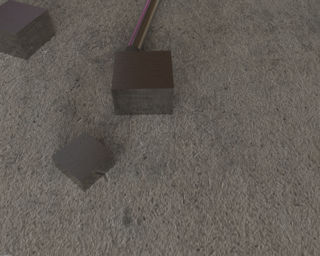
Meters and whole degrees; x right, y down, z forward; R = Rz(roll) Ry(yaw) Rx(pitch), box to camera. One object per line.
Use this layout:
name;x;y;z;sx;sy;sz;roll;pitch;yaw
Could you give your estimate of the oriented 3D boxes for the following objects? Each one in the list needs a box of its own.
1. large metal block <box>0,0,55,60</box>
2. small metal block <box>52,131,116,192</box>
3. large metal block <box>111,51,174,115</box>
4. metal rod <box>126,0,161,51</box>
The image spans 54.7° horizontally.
large metal block;-0.242;-0.168;0.526;0.080;0.050;0.080;18;52;14
small metal block;-0.090;0.039;0.370;0.050;0.025;0.050;33;57;24
large metal block;-0.023;-0.065;0.441;0.081;0.050;0.080;-1;50;-1
metal rod;-0.015;-0.238;0.602;0.025;0.025;0.300;9;50;7
